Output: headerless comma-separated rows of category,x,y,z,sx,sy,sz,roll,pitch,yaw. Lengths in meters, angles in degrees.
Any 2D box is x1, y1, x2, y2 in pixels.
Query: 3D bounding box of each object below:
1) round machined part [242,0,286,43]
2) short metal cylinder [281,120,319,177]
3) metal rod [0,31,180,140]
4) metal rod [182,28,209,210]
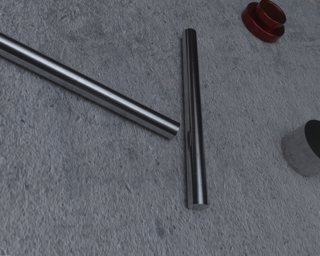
round machined part,0.226,-0.232,0.656,0.099,0.042,0.098,14,56,-21
short metal cylinder,0.245,0.033,0.499,0.081,0.050,0.080,14,56,-21
metal rod,-0.112,-0.061,0.381,0.301,0.025,0.025,27,53,-12
metal rod,0.048,-0.033,0.449,0.025,0.025,0.299,14,56,-20
